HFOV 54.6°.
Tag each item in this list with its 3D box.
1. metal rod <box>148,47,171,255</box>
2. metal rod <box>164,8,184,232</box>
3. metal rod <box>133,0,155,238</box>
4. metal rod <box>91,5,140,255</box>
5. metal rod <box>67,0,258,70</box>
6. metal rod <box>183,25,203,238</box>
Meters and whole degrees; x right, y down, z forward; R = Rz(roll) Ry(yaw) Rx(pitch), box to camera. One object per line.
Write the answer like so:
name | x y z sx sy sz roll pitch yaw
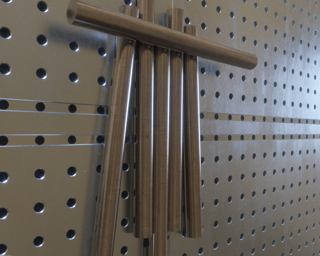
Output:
metal rod | -0.001 0.042 0.407 0.025 0.025 0.298 1 90 -40
metal rod | 0.019 -0.011 0.425 0.025 0.025 0.298 1 89 -40
metal rod | -0.020 -0.014 0.391 0.025 0.025 0.298 1 90 -40
metal rod | -0.052 0.005 0.363 0.025 0.025 0.299 10 84 -40
metal rod | 0.030 -0.110 0.400 0.302 0.025 0.025 2 89 -40
metal rod | 0.045 0.007 0.446 0.025 0.025 0.298 -3 92 -40
